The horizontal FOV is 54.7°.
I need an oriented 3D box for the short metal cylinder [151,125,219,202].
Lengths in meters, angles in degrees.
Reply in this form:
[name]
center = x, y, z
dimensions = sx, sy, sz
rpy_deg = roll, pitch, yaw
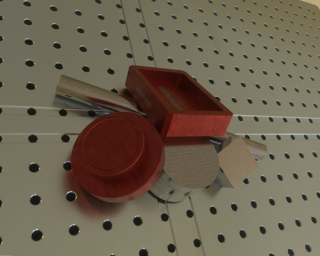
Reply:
[short metal cylinder]
center = 0.023, 0.043, 0.374
dimensions = 0.081, 0.050, 0.080
rpy_deg = 14, 56, -21

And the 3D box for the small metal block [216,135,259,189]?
[small metal block]
center = 0.096, 0.045, 0.414
dimensions = 0.050, 0.025, 0.050
rpy_deg = -35, 97, -22

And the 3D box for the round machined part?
[round machined part]
center = -0.046, 0.024, 0.323
dimensions = 0.099, 0.042, 0.098
rpy_deg = -4, 62, 7

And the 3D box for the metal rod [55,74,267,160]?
[metal rod]
center = 0.015, -0.008, 0.417
dimensions = 0.302, 0.025, 0.025
rpy_deg = 18, 55, -18

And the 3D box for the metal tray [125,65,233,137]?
[metal tray]
center = 0.019, -0.038, 0.396
dimensions = 0.091, 0.030, 0.130
rpy_deg = 0, 33, -29
